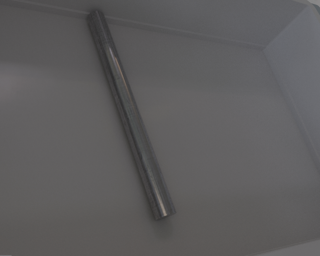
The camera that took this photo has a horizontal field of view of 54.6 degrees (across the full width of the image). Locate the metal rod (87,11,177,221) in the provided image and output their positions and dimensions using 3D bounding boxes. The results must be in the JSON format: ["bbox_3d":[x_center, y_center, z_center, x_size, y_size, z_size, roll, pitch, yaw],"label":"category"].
[{"bbox_3d":[-0.043,-0.031,0.400,0.025,0.025,0.299,-8,66,-32],"label":"metal rod"}]
